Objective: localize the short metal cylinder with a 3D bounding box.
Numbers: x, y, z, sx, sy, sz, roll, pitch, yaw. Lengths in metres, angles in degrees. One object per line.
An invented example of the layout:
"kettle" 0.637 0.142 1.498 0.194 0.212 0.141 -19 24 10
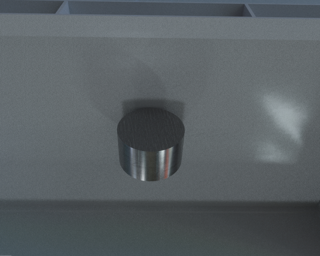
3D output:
"short metal cylinder" -0.011 0.019 0.385 0.080 0.080 0.050 1 130 -1
